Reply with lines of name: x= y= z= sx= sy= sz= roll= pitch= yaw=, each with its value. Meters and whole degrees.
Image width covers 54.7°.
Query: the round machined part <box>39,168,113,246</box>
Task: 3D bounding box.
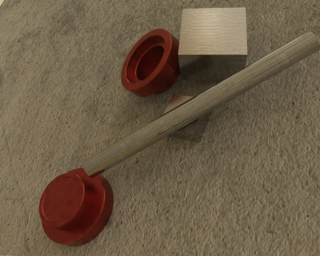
round machined part: x=-0.112 y=0.096 z=0.393 sx=0.098 sy=0.042 sz=0.098 roll=-13 pitch=56 yaw=21

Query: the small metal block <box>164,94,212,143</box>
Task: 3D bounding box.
small metal block: x=0.033 y=-0.013 z=0.395 sx=0.050 sy=0.025 sz=0.050 roll=12 pitch=68 yaw=33

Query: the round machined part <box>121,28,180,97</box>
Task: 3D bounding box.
round machined part: x=-0.007 y=-0.087 z=0.439 sx=0.098 sy=0.042 sz=0.098 roll=-25 pitch=50 yaw=35

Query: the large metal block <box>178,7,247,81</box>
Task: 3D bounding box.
large metal block: x=0.069 y=-0.109 z=0.405 sx=0.080 sy=0.050 sz=0.080 roll=2 pitch=61 yaw=9

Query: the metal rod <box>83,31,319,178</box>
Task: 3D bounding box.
metal rod: x=0.040 y=-0.023 z=0.364 sx=0.300 sy=0.025 sz=0.025 roll=-30 pitch=52 yaw=9
